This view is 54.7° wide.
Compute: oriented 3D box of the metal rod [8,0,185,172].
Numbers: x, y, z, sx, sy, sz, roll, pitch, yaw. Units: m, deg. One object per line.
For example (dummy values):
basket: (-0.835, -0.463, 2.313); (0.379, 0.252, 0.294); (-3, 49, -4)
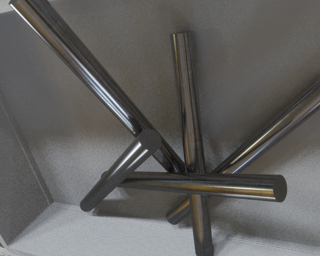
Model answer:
metal rod: (-0.036, -0.016, 0.338); (0.025, 0.025, 0.300); (-8, 140, 32)

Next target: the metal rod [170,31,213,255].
metal rod: (0.043, 0.036, 0.384); (0.025, 0.025, 0.298); (3, 113, 27)

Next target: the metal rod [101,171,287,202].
metal rod: (0.012, 0.069, 0.394); (0.299, 0.025, 0.025); (-8, 116, 49)

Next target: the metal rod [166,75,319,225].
metal rod: (0.091, 0.049, 0.390); (0.025, 0.025, 0.298); (39, 129, 1)

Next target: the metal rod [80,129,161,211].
metal rod: (-0.071, 0.076, 0.442); (0.025, 0.025, 0.298); (42, 144, -1)
